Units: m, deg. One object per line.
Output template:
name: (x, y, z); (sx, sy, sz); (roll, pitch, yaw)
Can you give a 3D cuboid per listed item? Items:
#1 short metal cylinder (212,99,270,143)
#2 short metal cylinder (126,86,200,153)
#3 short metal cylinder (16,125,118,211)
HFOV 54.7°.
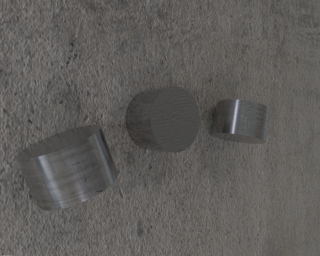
short metal cylinder: (0.123, -0.008, 0.472); (0.081, 0.080, 0.050); (17, 80, -39)
short metal cylinder: (0.004, -0.010, 0.392); (0.081, 0.050, 0.080); (0, 90, -40)
short metal cylinder: (-0.087, 0.035, 0.296); (0.081, 0.080, 0.050); (-28, 108, -37)
